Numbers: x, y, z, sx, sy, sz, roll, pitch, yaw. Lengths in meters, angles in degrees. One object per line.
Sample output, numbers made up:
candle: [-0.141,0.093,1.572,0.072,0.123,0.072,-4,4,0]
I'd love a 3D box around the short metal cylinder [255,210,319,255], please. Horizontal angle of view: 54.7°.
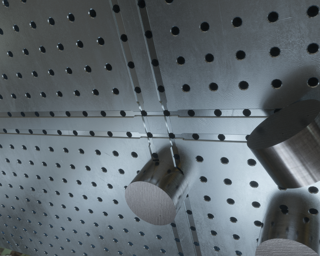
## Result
short metal cylinder: [0.169,0.154,0.401,0.080,0.050,0.079,13,124,21]

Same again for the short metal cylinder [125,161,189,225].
short metal cylinder: [-0.004,0.096,0.456,0.080,0.050,0.079,13,124,21]

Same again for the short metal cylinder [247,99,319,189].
short metal cylinder: [0.137,0.015,0.313,0.080,0.080,0.050,-31,101,38]
